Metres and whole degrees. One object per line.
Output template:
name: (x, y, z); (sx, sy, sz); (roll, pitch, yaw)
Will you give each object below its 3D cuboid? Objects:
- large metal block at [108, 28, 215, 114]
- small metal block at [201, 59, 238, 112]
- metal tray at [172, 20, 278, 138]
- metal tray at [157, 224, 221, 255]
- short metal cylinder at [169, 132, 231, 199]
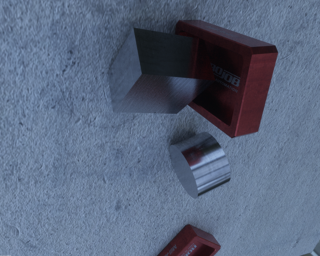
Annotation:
large metal block: (-0.002, -0.055, 0.330); (0.081, 0.050, 0.080); (0, 158, -28)
small metal block: (0.077, -0.056, 0.398); (0.050, 0.025, 0.050); (-42, 143, -52)
metal tray: (0.058, -0.058, 0.333); (0.030, 0.130, 0.089); (-11, 122, -26)
metal tray: (0.041, 0.247, 0.579); (0.130, 0.030, 0.090); (-48, 129, 6)
short metal cylinder: (0.054, 0.051, 0.433); (0.050, 0.080, 0.080); (-22, 127, -15)
